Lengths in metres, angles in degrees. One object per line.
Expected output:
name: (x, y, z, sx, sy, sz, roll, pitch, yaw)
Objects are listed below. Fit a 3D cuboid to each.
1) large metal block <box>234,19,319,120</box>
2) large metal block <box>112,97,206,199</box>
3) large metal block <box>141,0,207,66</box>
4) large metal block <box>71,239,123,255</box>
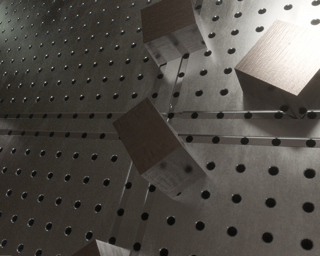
large metal block: (0.148, -0.069, 0.357, 0.080, 0.050, 0.080, -49, 52, -6)
large metal block: (0.000, 0.024, 0.357, 0.050, 0.080, 0.080, -37, 51, 3)
large metal block: (0.020, -0.154, 0.475, 0.080, 0.050, 0.080, -18, 55, 17)
large metal block: (-0.073, 0.177, 0.321, 0.080, 0.050, 0.080, -35, 52, 5)
